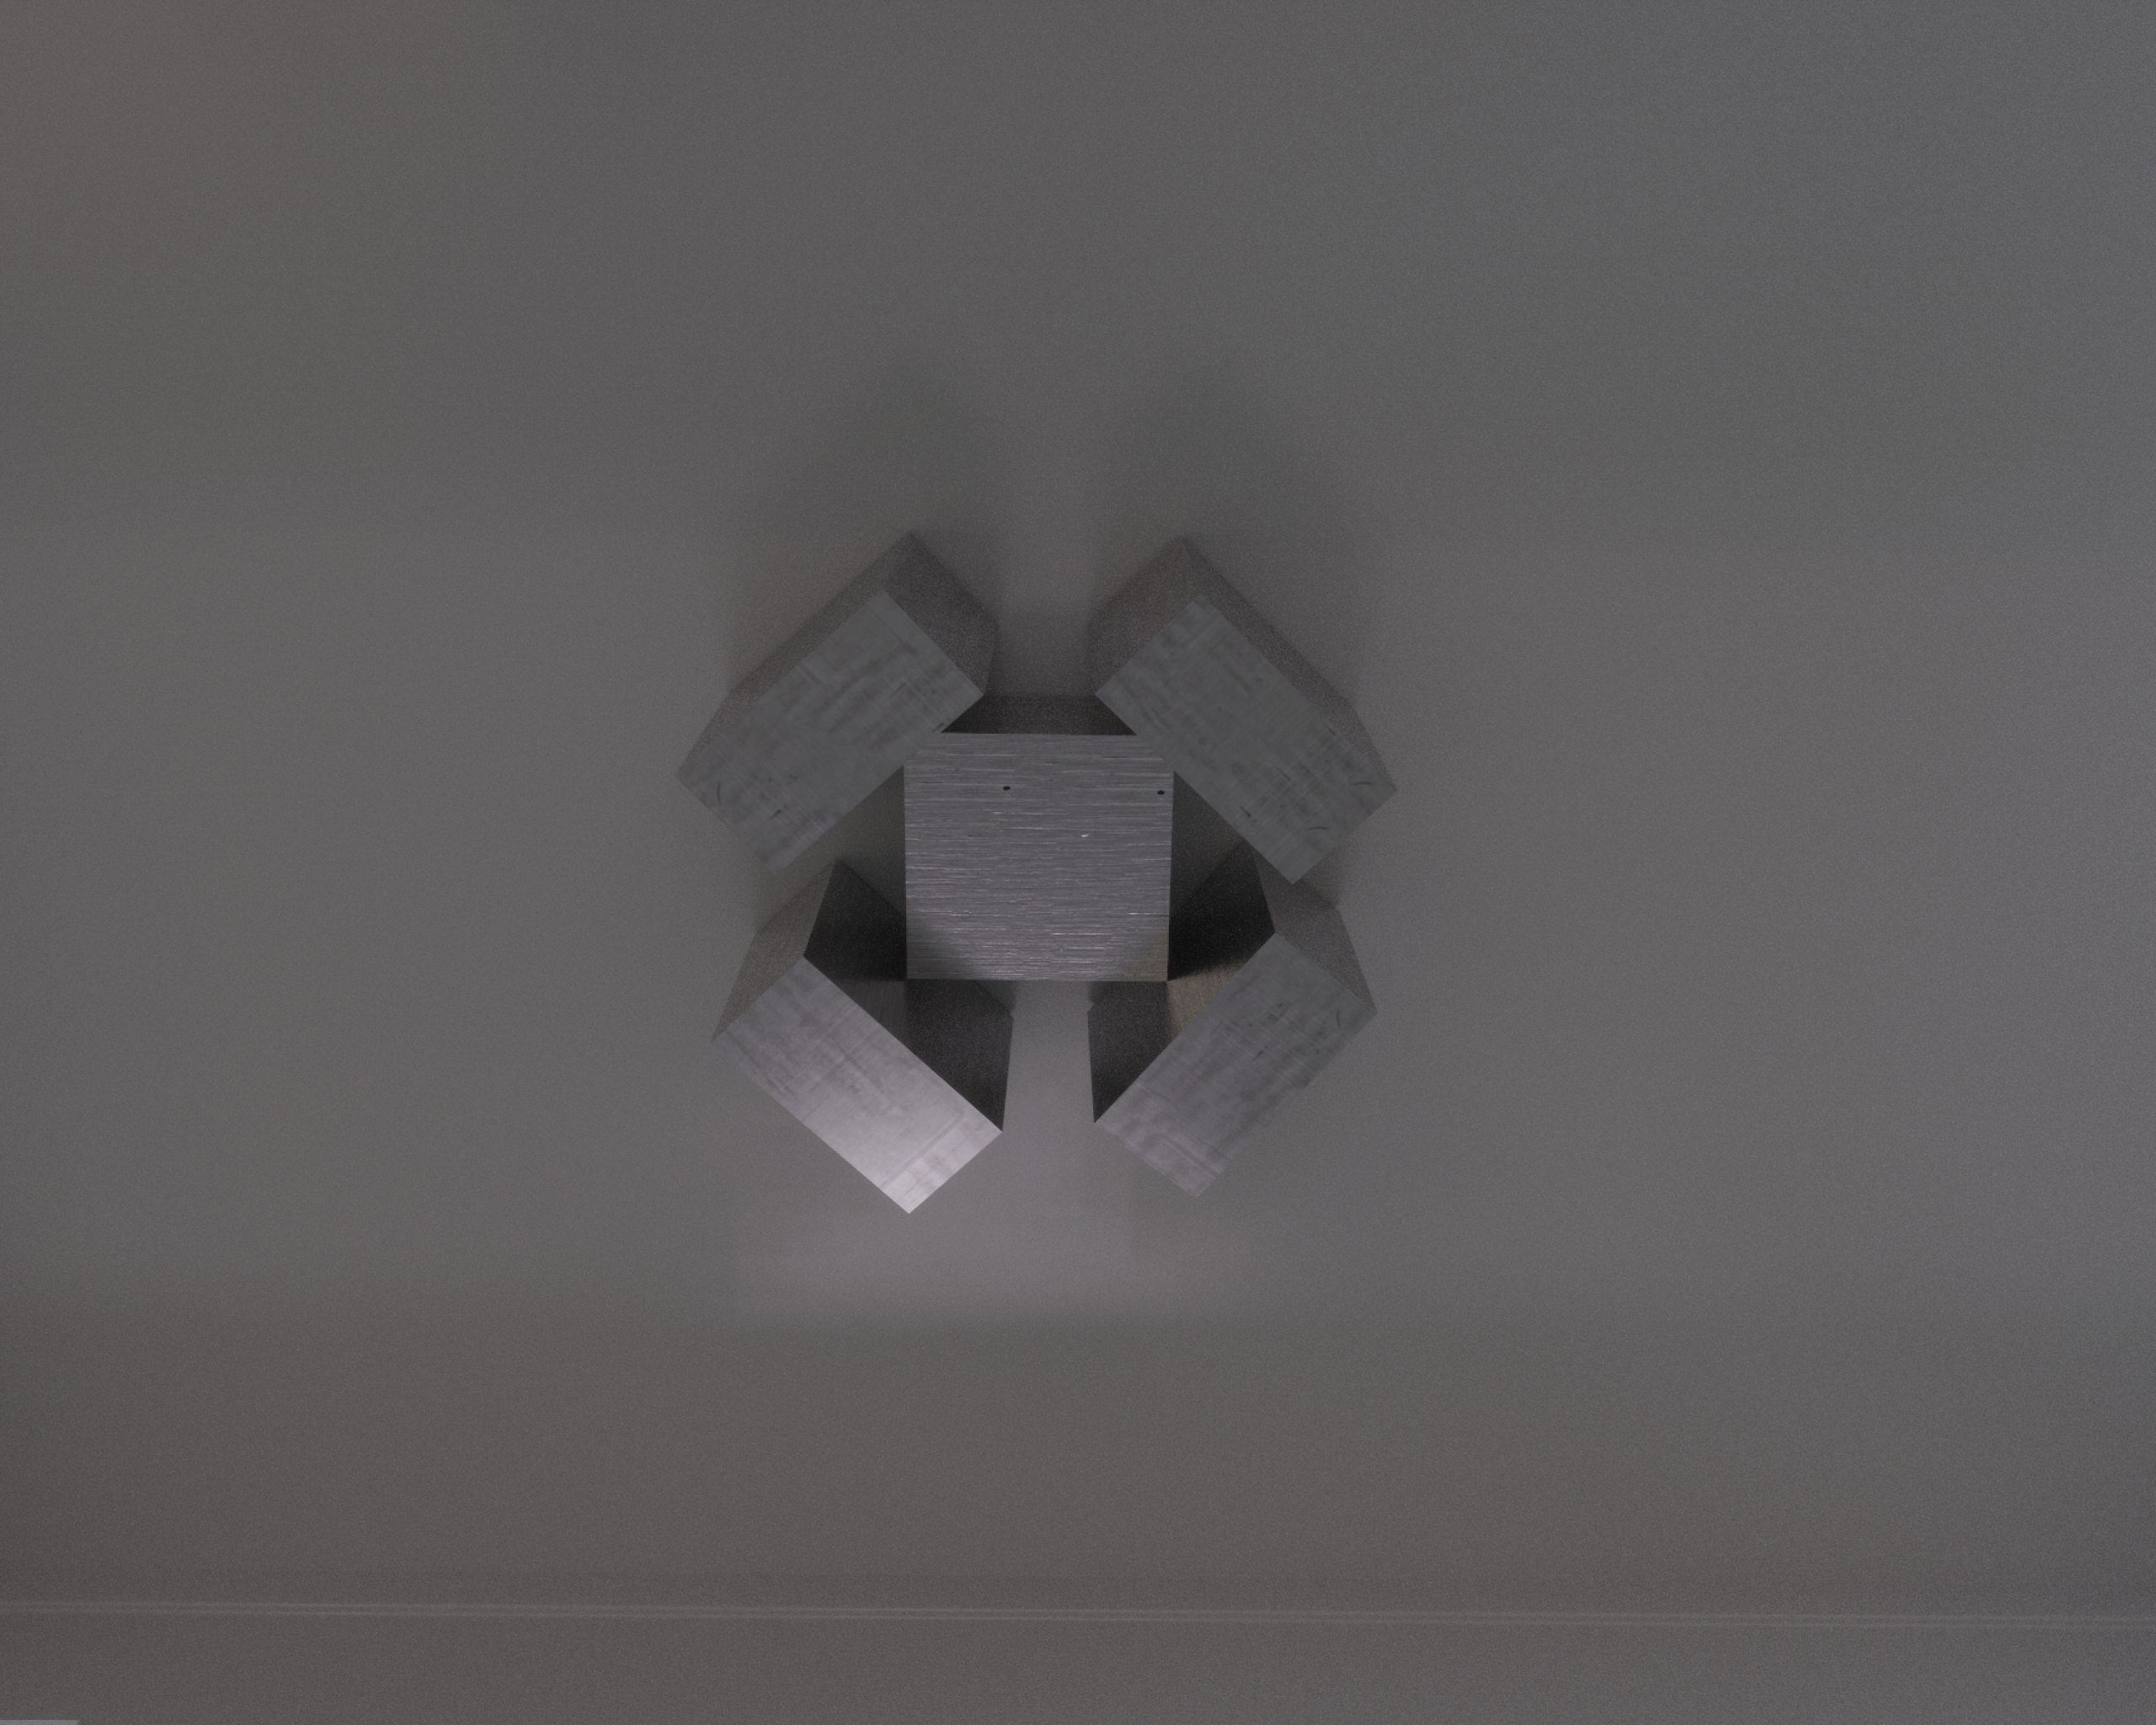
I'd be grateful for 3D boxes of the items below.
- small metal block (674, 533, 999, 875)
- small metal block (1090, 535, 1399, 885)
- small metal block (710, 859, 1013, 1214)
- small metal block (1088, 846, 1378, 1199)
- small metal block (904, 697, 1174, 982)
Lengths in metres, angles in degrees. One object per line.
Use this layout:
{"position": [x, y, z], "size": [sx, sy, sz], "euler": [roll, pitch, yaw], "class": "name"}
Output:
{"position": [-0.043, -0.031, 0.384], "size": [0.050, 0.050, 0.025], "euler": [-40, 105, 14], "class": "small metal block"}
{"position": [0.029, -0.029, 0.385], "size": [0.025, 0.050, 0.050], "euler": [-43, 106, 13], "class": "small metal block"}
{"position": [-0.040, 0.033, 0.408], "size": [0.025, 0.050, 0.050], "euler": [-43, 105, 15], "class": "small metal block"}
{"position": [0.028, 0.029, 0.406], "size": [0.025, 0.050, 0.050], "euler": [38, 105, -14], "class": "small metal block"}
{"position": [-0.007, -0.005, 0.407], "size": [0.050, 0.025, 0.050], "euler": [1, 110, -1], "class": "small metal block"}
